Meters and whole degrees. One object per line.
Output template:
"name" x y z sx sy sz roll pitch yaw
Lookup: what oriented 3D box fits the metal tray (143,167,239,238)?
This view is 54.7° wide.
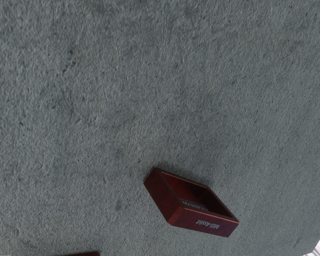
"metal tray" 0.047 0.111 0.458 0.131 0.090 0.030 25 105 -37

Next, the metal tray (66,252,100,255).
"metal tray" -0.158 0.236 0.462 0.131 0.030 0.089 5 116 -31
